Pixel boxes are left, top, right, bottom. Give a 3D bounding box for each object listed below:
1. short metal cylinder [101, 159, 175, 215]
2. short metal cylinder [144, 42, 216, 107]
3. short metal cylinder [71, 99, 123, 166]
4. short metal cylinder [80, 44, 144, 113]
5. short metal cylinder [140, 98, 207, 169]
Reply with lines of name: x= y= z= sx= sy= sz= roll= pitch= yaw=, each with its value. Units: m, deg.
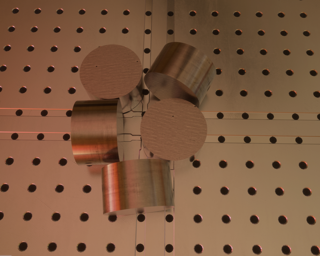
short metal cylinder: x=-0.026 y=0.070 z=0.356 sx=0.081 sy=0.080 sz=0.050 roll=-6 pitch=71 yaw=-2
short metal cylinder: x=0.026 y=-0.066 z=0.407 sx=0.080 sy=0.080 sz=0.050 roll=27 pitch=72 yaw=9
short metal cylinder: x=-0.074 y=0.005 z=0.381 sx=0.050 sy=0.080 sz=0.080 roll=-2 pitch=70 yaw=-1
short metal cylinder: x=-0.063 y=-0.065 z=0.421 sx=0.080 sy=0.050 sz=0.080 roll=0 pitch=70 yaw=1
short metal cylinder: x=0.016 y=0.008 z=0.395 sx=0.081 sy=0.050 sz=0.080 roll=0 pitch=70 yaw=-1
